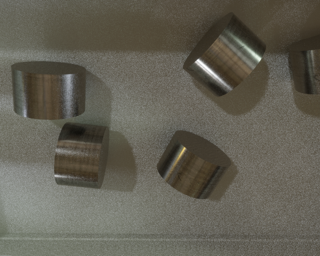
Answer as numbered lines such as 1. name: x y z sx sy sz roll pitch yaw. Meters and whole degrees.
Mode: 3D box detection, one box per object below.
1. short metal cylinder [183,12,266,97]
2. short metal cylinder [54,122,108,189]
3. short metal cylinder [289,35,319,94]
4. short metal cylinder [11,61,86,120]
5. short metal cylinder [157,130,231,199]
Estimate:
1. short metal cylinder: 0.071 -0.082 0.352 0.050 0.080 0.080 38 106 -13
2. short metal cylinder: -0.096 0.035 0.394 0.050 0.080 0.079 7 110 -3
3. short metal cylinder: 0.194 -0.076 0.355 0.080 0.080 0.050 -16 110 5
4. short metal cylinder: -0.129 -0.046 0.364 0.081 0.080 0.050 5 110 -2
5. short metal cylinder: 0.043 0.046 0.399 0.080 0.080 0.050 25 108 -9
